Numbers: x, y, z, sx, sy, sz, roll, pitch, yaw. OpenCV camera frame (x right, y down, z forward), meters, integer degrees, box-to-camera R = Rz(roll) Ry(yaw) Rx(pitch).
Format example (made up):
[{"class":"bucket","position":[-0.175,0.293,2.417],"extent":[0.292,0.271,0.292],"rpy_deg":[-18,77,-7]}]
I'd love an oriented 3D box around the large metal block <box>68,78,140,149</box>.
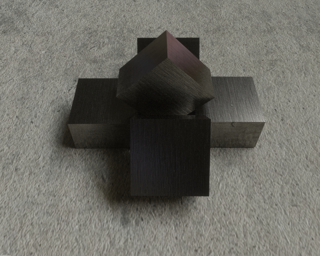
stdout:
[{"class":"large metal block","position":[-0.067,-0.020,0.404],"extent":[0.081,0.050,0.080],"rpy_deg":[0,50,-1]}]

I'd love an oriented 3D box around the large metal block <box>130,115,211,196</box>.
[{"class":"large metal block","position":[0.011,0.027,0.338],"extent":[0.081,0.079,0.050],"rpy_deg":[0,7,1]}]

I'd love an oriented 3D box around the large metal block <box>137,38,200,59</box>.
[{"class":"large metal block","position":[0.011,-0.095,0.441],"extent":[0.081,0.080,0.050],"rpy_deg":[0,94,0]}]

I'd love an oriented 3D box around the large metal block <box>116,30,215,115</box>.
[{"class":"large metal block","position":[0.006,-0.054,0.372],"extent":[0.080,0.080,0.050],"rpy_deg":[-32,41,32]}]

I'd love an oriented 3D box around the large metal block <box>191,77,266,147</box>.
[{"class":"large metal block","position":[0.082,-0.022,0.404],"extent":[0.081,0.050,0.080],"rpy_deg":[0,50,0]}]
